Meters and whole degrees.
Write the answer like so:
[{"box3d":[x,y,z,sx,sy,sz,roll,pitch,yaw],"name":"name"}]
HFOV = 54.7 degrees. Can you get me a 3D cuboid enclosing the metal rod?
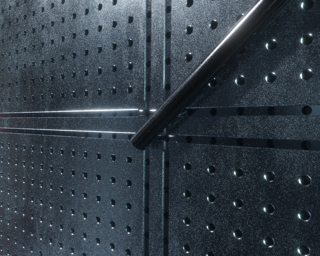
[{"box3d":[0.060,-0.072,0.358,0.299,0.025,0.025,-46,63,30],"name":"metal rod"}]
